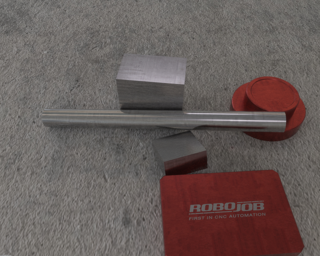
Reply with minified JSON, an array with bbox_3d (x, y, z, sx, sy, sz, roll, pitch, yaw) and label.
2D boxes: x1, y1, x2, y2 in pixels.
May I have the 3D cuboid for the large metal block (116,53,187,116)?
[{"bbox_3d":[-0.009,-0.047,0.407,0.080,0.080,0.050,5,50,4],"label":"large metal block"}]

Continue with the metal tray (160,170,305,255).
[{"bbox_3d":[0.068,0.092,0.323,0.131,0.030,0.090,-3,50,-3],"label":"metal tray"}]

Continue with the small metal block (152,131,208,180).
[{"bbox_3d":[0.022,0.031,0.367,0.050,0.025,0.050,-14,29,-12],"label":"small metal block"}]

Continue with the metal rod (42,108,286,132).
[{"bbox_3d":[-0.002,-0.010,0.391,0.301,0.025,0.025,1,50,9],"label":"metal rod"}]

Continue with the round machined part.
[{"bbox_3d":[0.148,-0.033,0.421,0.099,0.042,0.098,0,50,0],"label":"round machined part"}]
